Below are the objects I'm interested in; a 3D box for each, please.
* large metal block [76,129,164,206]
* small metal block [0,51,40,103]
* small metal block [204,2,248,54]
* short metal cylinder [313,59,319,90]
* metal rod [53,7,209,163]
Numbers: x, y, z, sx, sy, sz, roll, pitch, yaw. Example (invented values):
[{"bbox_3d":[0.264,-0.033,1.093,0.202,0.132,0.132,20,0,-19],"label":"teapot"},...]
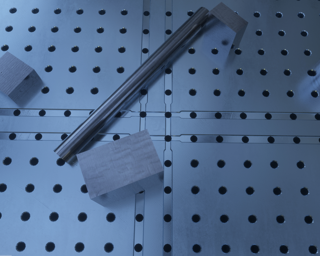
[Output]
[{"bbox_3d":[-0.042,0.050,0.364,0.080,0.080,0.050,-20,72,-8],"label":"large metal block"},{"bbox_3d":[-0.209,-0.071,0.435,0.050,0.025,0.050,34,73,11],"label":"small metal block"},{"bbox_3d":[0.095,-0.146,0.453,0.025,0.050,0.050,-42,76,-14],"label":"small metal block"},{"bbox_3d":[0.265,-0.082,0.432,0.081,0.050,0.080,0,70,0],"label":"short metal cylinder"},{"bbox_3d":[-0.029,-0.069,0.436,0.025,0.025,0.301,39,74,12],"label":"metal rod"}]
